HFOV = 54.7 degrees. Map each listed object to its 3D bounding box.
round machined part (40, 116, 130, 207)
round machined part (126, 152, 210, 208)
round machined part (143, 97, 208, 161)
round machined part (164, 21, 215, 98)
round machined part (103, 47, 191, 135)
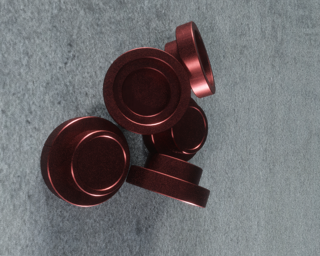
[{"bbox_3d":[-0.072,0.036,0.335,0.099,0.042,0.097,0,90,-40],"label":"round machined part"},{"bbox_3d":[0.013,0.059,0.369,0.098,0.098,0.042,27,77,-37],"label":"round machined part"},{"bbox_3d":[0.027,0.000,0.419,0.099,0.042,0.097,0,90,-40],"label":"round machined part"},{"bbox_3d":[0.038,-0.085,0.408,0.098,0.042,0.097,-16,90,-72],"label":"round machined part"},{"bbox_3d":[-0.017,-0.041,0.363,0.099,0.042,0.097,0,89,-10],"label":"round machined part"}]
